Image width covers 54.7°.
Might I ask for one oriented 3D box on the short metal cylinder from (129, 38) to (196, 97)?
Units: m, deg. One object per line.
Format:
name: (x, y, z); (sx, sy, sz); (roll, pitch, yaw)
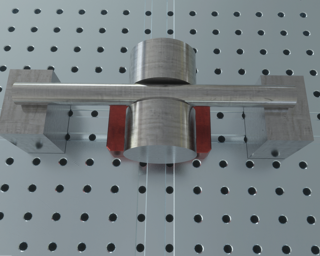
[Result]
short metal cylinder: (0.003, -0.064, 0.374); (0.080, 0.080, 0.050); (1, 70, 0)

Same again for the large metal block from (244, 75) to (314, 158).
large metal block: (0.142, -0.011, 0.386); (0.050, 0.080, 0.080); (1, 70, 0)

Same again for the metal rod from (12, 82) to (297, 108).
metal rod: (-0.006, -0.036, 0.339); (0.302, 0.025, 0.025); (1, 70, 0)

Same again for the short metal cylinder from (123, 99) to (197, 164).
short metal cylinder: (0.001, 0.007, 0.348); (0.080, 0.080, 0.050); (1, 70, 0)

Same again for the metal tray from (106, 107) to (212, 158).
metal tray: (0.000, -0.008, 0.412); (0.131, 0.030, 0.090); (1, 70, 0)

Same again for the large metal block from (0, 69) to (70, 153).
large metal block: (-0.151, -0.018, 0.387); (0.050, 0.080, 0.080); (1, 70, 0)
